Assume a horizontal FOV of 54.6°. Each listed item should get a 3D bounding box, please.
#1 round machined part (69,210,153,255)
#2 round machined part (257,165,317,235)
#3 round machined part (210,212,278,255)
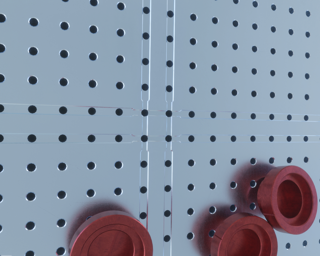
[{"bbox_3d":[-0.061,0.150,0.381,0.099,0.042,0.097,0,90,-20],"label":"round machined part"},{"bbox_3d":[0.186,0.106,0.465,0.099,0.042,0.098,5,78,-28],"label":"round machined part"},{"bbox_3d":[0.116,0.170,0.446,0.099,0.042,0.097,0,90,-20],"label":"round machined part"}]
